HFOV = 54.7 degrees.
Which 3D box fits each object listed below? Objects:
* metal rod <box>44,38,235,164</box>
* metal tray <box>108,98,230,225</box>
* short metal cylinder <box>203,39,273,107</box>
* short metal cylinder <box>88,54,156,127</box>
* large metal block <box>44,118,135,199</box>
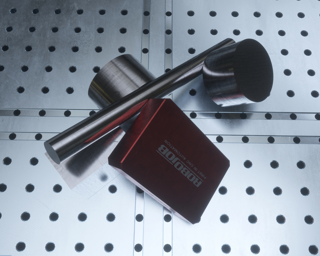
[{"bbox_3d":[0.001,-0.049,0.373,0.025,0.025,0.302,45,55,14],"label":"metal rod"},{"bbox_3d":[0.017,0.039,0.353,0.130,0.030,0.090,44,70,-30],"label":"metal tray"},{"bbox_3d":[0.102,-0.070,0.404,0.081,0.050,0.080,3,84,-37],"label":"short metal cylinder"},{"bbox_3d":[-0.044,-0.048,0.399,0.080,0.080,0.050,-42,76,-14],"label":"short metal cylinder"},{"bbox_3d":[-0.076,0.034,0.368,0.080,0.080,0.050,-38,75,-13],"label":"large metal block"}]
